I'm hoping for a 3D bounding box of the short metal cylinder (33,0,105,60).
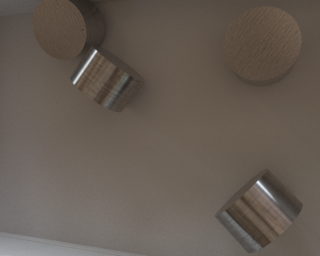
[{"bbox_3d":[-0.124,-0.138,0.426,0.080,0.050,0.079,7,113,16],"label":"short metal cylinder"}]

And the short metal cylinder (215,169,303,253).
[{"bbox_3d":[0.108,0.090,0.343,0.080,0.080,0.050,-46,76,14],"label":"short metal cylinder"}]

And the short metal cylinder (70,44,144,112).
[{"bbox_3d":[-0.068,-0.065,0.404,0.080,0.080,0.050,41,103,15],"label":"short metal cylinder"}]

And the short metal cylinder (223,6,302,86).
[{"bbox_3d":[0.117,-0.091,0.356,0.080,0.050,0.079,0,90,19],"label":"short metal cylinder"}]
